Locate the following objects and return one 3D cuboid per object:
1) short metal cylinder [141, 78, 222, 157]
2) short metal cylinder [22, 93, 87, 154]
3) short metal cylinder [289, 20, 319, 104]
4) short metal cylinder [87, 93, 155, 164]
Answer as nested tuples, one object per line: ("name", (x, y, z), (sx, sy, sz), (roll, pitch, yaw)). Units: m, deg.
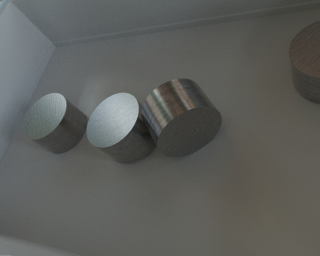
("short metal cylinder", (0.024, -0.011, 0.363), (0.080, 0.080, 0.050), (-34, 52, 6))
("short metal cylinder", (-0.161, -0.007, 0.476), (0.080, 0.050, 0.080), (-13, 56, 20))
("short metal cylinder", (0.186, -0.072, 0.336), (0.080, 0.050, 0.080), (-13, 56, 20))
("short metal cylinder", (-0.049, 0.000, 0.409), (0.080, 0.050, 0.080), (-16, 53, 24))
